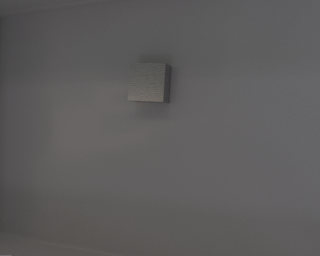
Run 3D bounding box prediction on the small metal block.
[{"bbox_3d":[-0.014,-0.060,0.416,0.050,0.025,0.050,4,91,20],"label":"small metal block"}]
